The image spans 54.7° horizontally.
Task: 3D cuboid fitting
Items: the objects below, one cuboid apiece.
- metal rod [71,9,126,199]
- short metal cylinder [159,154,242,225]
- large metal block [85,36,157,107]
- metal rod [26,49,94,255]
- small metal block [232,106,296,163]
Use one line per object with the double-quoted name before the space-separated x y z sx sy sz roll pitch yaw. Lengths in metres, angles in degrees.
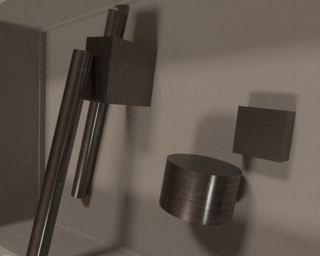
"metal rod" -0.099 -0.030 0.485 0.025 0.025 0.298 23 104 37
"short metal cylinder" 0.043 0.063 0.334 0.080 0.081 0.050 16 100 38
"large metal block" -0.053 -0.073 0.413 0.050 0.081 0.079 12 98 39
"metal rod" -0.126 0.053 0.377 0.025 0.025 0.298 13 90 39
"small metal block" 0.106 0.005 0.318 0.050 0.025 0.050 10 97 39
